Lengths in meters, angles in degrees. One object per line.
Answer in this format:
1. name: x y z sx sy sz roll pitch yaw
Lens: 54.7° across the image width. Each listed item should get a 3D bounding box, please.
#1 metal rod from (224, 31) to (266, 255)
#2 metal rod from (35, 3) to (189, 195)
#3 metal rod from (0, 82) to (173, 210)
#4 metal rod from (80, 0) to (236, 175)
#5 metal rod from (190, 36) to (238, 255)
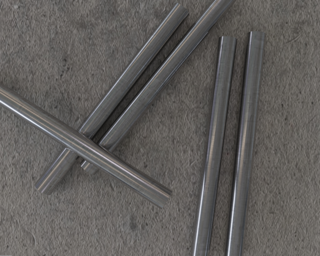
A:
1. metal rod: 0.112 0.024 0.410 0.025 0.025 0.298 6 90 0
2. metal rod: -0.063 -0.038 0.409 0.025 0.025 0.300 38 90 0
3. metal rod: -0.119 0.008 0.385 0.301 0.025 0.025 31 90 9
4. metal rod: -0.001 -0.062 0.409 0.025 0.025 0.300 39 90 0
5. metal rod: 0.071 0.030 0.410 0.025 0.025 0.298 7 90 0
